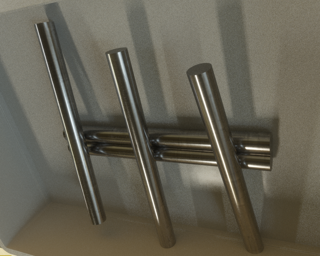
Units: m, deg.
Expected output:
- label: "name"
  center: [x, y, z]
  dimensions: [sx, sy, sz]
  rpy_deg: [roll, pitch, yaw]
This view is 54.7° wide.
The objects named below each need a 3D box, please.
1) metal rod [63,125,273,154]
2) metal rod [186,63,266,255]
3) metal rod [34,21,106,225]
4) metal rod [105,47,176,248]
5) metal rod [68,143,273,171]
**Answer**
- label: "metal rod"
  center: [-0.008, 0.012, 0.418]
  dimensions: [0.301, 0.025, 0.025]
  rpy_deg: [2, 119, 26]
- label: "metal rod"
  center: [0.088, 0.063, 0.370]
  dimensions: [0.025, 0.025, 0.299]
  rpy_deg: [-4, 125, 30]
- label: "metal rod"
  center: [-0.123, 0.005, 0.442]
  dimensions: [0.025, 0.025, 0.298]
  rpy_deg: [-1, 110, 28]
- label: "metal rod"
  center: [-0.018, 0.044, 0.410]
  dimensions: [0.025, 0.025, 0.298]
  rpy_deg: [1, 119, 27]
- label: "metal rod"
  center: [-0.004, 0.033, 0.429]
  dimensions: [0.301, 0.025, 0.025]
  rpy_deg: [2, 119, 26]
